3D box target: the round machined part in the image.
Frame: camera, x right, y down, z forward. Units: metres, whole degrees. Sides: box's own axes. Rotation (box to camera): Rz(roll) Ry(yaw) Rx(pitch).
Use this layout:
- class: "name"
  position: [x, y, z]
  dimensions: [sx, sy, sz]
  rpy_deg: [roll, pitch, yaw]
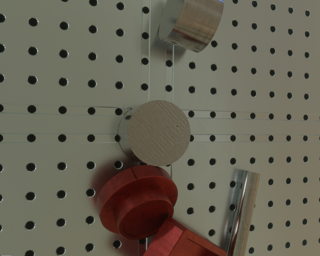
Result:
- class: "round machined part"
  position: [-0.023, 0.095, 0.371]
  dimensions: [0.099, 0.042, 0.097]
  rpy_deg: [-14, 129, -18]

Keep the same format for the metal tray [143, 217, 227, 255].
- class: "metal tray"
  position: [0.028, 0.175, 0.389]
  dimensions: [0.090, 0.030, 0.130]
  rpy_deg: [-57, 135, -11]

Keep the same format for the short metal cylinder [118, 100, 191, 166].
- class: "short metal cylinder"
  position: [-0.008, 0.007, 0.395]
  dimensions: [0.081, 0.050, 0.080]
  rpy_deg: [1, 88, -20]

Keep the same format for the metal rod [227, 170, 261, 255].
- class: "metal rod"
  position: [0.105, 0.211, 0.451]
  dimensions: [0.025, 0.025, 0.299]
  rpy_deg: [14, 85, -20]

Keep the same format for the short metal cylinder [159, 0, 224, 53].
- class: "short metal cylinder"
  position: [0.038, -0.143, 0.397]
  dimensions: [0.050, 0.080, 0.080]
  rpy_deg: [14, 85, -20]
